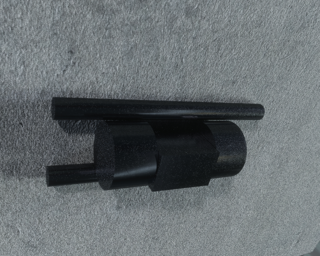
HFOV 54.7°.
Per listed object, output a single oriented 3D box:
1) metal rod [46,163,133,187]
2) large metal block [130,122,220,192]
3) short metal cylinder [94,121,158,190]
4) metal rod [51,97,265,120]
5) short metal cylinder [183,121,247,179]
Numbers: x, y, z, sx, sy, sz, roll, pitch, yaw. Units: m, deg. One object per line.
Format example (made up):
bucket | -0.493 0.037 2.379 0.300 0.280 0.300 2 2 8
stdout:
metal rod | -0.002 0.056 0.442 0.303 0.025 0.025 -1 119 -28
large metal block | 0.015 0.033 0.398 0.081 0.080 0.050 0 119 -29
short metal cylinder | -0.043 0.031 0.368 0.050 0.080 0.079 -1 119 -28
metal rod | 0.018 -0.023 0.404 0.303 0.025 0.025 -1 119 -28
short metal cylinder | 0.073 0.030 0.430 0.050 0.080 0.079 -1 119 -28
